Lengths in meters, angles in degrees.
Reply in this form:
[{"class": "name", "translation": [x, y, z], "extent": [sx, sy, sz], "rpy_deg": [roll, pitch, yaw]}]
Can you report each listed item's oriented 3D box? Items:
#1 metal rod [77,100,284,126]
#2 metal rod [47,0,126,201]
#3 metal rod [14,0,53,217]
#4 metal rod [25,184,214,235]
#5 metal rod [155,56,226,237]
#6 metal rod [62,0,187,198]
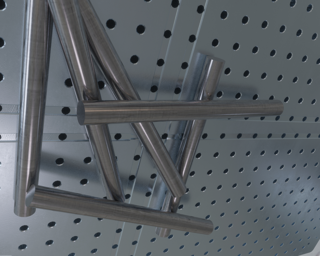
[{"class": "metal rod", "translation": [0.049, -0.023, 0.386], "extent": [0.302, 0.025, 0.025], "rpy_deg": [-3, 120, -33]}, {"class": "metal rod", "translation": [-0.073, -0.014, 0.345], "extent": [0.025, 0.025, 0.298], "rpy_deg": [-20, 131, -17]}, {"class": "metal rod", "translation": [-0.131, -0.030, 0.320], "extent": [0.025, 0.025, 0.298], "rpy_deg": [1, 118, -29]}, {"class": "metal rod", "translation": [-0.032, 0.121, 0.434], "extent": [0.302, 0.025, 0.025], "rpy_deg": [22, 106, -36]}, {"class": "metal rod", "translation": [0.038, 0.043, 0.457], "extent": [0.025, 0.025, 0.298], "rpy_deg": [0, 119, -28]}, {"class": "metal rod", "translation": [-0.029, -0.019, 0.369], "extent": [0.025, 0.025, 0.299], "rpy_deg": [-32, 125, -8]}]
